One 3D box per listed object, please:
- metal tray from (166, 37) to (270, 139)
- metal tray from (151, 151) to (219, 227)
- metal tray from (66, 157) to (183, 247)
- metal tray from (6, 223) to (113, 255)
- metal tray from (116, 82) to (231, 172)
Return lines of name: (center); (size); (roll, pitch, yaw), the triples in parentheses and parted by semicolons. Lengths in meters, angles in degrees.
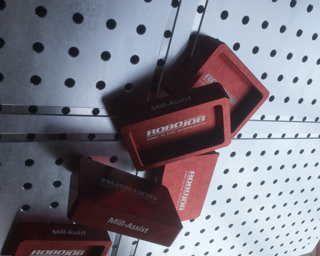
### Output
metal tray: (0.083, -0.048, 0.422); (0.130, 0.030, 0.090); (32, 100, -38)
metal tray: (0.031, 0.089, 0.479); (0.091, 0.030, 0.129); (-3, 120, -27)
metal tray: (-0.043, 0.089, 0.379); (0.131, 0.090, 0.030); (23, 106, -21)
metal tray: (-0.145, 0.182, 0.440); (0.131, 0.030, 0.090); (15, 110, -35)
metal tray: (0.021, 0.001, 0.389); (0.131, 0.030, 0.090); (-16, 136, -1)
